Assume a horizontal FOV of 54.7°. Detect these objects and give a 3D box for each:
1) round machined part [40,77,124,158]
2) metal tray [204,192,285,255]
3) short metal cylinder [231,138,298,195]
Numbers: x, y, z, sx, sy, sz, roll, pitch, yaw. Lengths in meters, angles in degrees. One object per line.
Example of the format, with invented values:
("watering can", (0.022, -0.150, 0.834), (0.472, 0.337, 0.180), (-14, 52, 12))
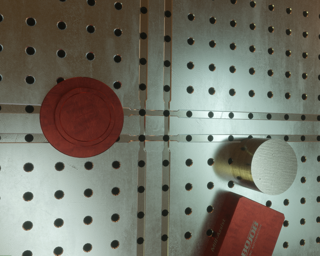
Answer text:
("round machined part", (-0.091, -0.013, 0.370), (0.099, 0.042, 0.097), (0, 90, -21))
("metal tray", (0.122, 0.172, 0.457), (0.090, 0.030, 0.130), (26, 81, -19))
("short metal cylinder", (0.153, 0.055, 0.458), (0.081, 0.050, 0.079), (0, 90, -20))
